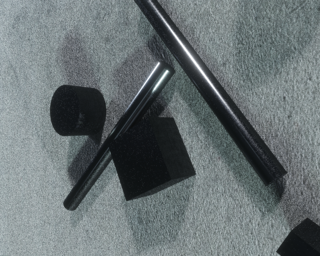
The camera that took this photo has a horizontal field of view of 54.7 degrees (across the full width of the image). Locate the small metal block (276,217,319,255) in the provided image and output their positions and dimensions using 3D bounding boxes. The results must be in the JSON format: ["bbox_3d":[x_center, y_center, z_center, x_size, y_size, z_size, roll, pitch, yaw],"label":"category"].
[{"bbox_3d":[0.140,0.111,0.274,0.050,0.050,0.025,38,113,33],"label":"small metal block"}]

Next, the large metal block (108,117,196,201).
[{"bbox_3d":[-0.012,0.039,0.399,0.080,0.050,0.080,-33,70,35],"label":"large metal block"}]

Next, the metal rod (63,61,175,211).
[{"bbox_3d":[-0.072,0.026,0.464,0.298,0.025,0.025,-52,60,27],"label":"metal rod"}]

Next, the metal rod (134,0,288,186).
[{"bbox_3d":[0.045,-0.066,0.367,0.025,0.025,0.299,-46,63,30],"label":"metal rod"}]

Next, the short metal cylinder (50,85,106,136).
[{"bbox_3d":[-0.132,-0.027,0.498,0.080,0.050,0.080,0,90,40],"label":"short metal cylinder"}]
